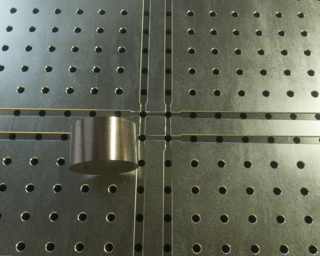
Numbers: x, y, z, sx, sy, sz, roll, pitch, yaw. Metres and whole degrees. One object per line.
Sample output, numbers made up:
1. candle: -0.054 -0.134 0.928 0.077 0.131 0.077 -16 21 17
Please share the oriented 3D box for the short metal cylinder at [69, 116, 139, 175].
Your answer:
1. short metal cylinder: -0.067 0.024 0.373 0.081 0.080 0.050 -4 70 -2
